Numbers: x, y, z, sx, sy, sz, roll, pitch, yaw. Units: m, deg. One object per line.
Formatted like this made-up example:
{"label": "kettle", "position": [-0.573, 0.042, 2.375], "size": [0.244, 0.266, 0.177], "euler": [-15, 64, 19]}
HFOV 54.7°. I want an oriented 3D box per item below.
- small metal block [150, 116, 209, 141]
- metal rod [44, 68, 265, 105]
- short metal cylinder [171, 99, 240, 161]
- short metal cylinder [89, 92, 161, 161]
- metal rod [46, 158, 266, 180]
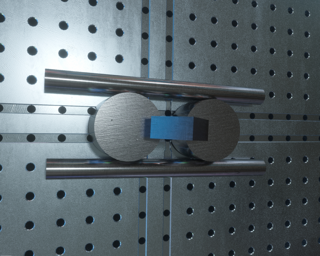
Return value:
{"label": "small metal block", "position": [0.024, 0.001, 0.355], "size": [0.050, 0.050, 0.025], "euler": [6, 86, -63]}
{"label": "metal rod", "position": [0.008, -0.052, 0.412], "size": [0.302, 0.025, 0.025], "euler": [2, 90, -20]}
{"label": "short metal cylinder", "position": [0.059, 0.003, 0.418], "size": [0.081, 0.050, 0.079], "euler": [0, 90, -20]}
{"label": "short metal cylinder", "position": [-0.043, -0.001, 0.380], "size": [0.081, 0.050, 0.079], "euler": [0, 90, -20]}
{"label": "metal rod", "position": [0.009, 0.053, 0.413], "size": [0.302, 0.025, 0.025], "euler": [2, 89, -20]}
